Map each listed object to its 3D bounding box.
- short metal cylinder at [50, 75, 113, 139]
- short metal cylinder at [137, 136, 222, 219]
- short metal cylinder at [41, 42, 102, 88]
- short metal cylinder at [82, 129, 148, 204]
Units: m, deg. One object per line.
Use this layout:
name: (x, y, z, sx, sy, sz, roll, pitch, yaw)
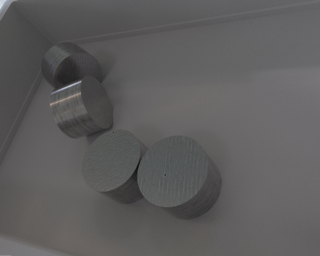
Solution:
short metal cylinder: (-0.111, -0.030, 0.447, 0.050, 0.080, 0.080, -19, 55, 18)
short metal cylinder: (0.022, 0.055, 0.344, 0.080, 0.050, 0.080, -13, 56, 21)
short metal cylinder: (-0.143, -0.092, 0.502, 0.080, 0.080, 0.050, -47, 51, -5)
short metal cylinder: (-0.049, 0.048, 0.386, 0.080, 0.050, 0.080, -13, 56, 21)
